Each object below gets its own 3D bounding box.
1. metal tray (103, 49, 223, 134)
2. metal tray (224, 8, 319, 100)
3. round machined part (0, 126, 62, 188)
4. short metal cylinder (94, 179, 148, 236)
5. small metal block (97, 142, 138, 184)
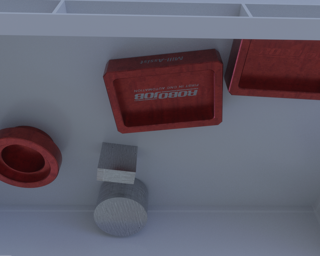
[{"bbox_3d":[0.007,-0.041,0.370,0.131,0.030,0.089,-5,130,4],"label":"metal tray"},{"bbox_3d":[0.146,-0.078,0.341,0.131,0.030,0.089,3,130,-3],"label":"metal tray"},{"bbox_3d":[-0.185,0.035,0.425,0.099,0.042,0.097,-1,130,0],"label":"round machined part"},{"bbox_3d":[-0.059,0.122,0.487,0.081,0.050,0.079,0,119,0],"label":"short metal cylinder"},{"bbox_3d":[-0.059,0.049,0.433,0.050,0.050,0.025,7,130,-7],"label":"small metal block"}]
